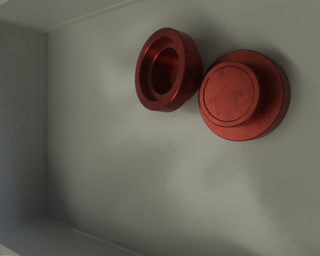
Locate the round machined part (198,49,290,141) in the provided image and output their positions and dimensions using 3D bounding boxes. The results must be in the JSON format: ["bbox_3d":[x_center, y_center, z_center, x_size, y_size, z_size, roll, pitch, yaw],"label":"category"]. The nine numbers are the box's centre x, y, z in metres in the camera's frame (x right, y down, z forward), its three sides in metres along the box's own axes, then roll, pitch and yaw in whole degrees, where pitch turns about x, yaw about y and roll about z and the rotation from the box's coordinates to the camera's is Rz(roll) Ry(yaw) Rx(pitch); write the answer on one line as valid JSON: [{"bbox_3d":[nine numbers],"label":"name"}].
[{"bbox_3d":[0.081,-0.034,0.329,0.098,0.042,0.097,0,90,40],"label":"round machined part"}]

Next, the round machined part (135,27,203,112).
[{"bbox_3d":[0.014,-0.067,0.375,0.098,0.042,0.097,-10,78,52],"label":"round machined part"}]
